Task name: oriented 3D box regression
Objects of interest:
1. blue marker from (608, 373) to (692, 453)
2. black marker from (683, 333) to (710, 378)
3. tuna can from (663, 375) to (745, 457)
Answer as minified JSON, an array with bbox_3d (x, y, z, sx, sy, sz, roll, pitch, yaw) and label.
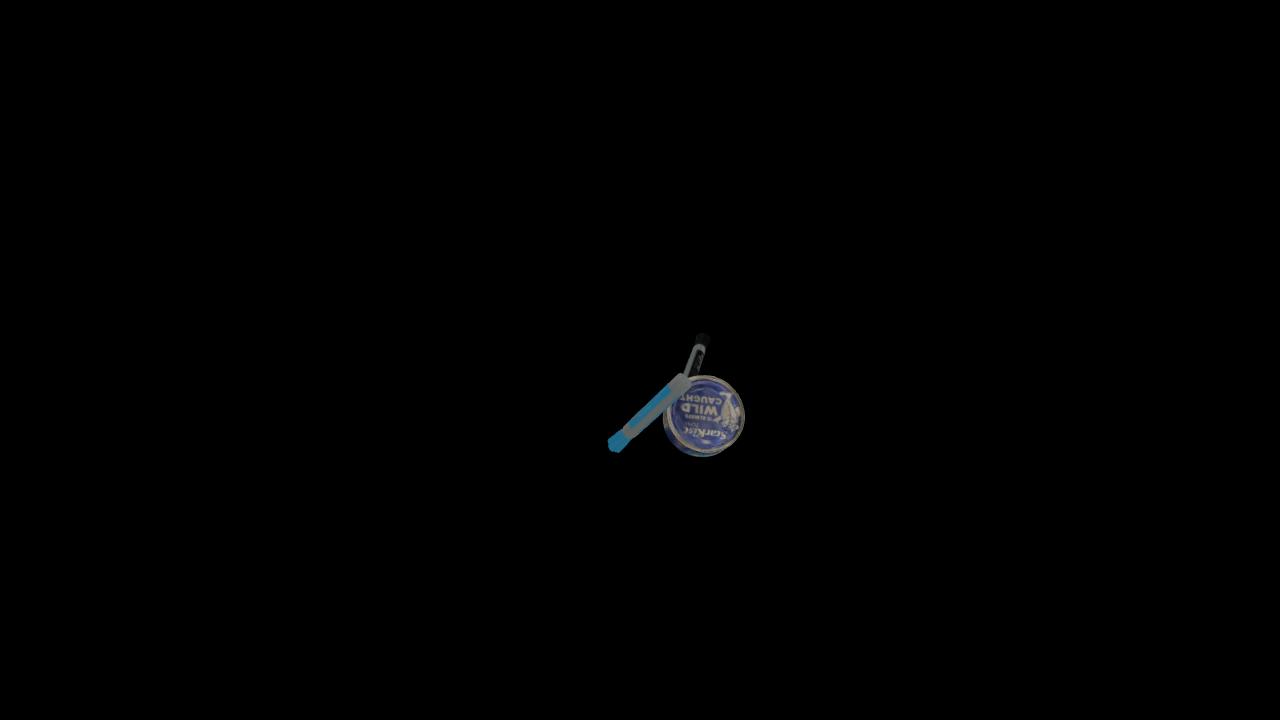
[{"bbox_3d":[0.007,0.058,0.639,0.121,0.020,0.020,-45,-24,27],"label":"blue marker"},{"bbox_3d":[0.068,0.004,0.770,0.020,0.020,0.121,0,37,21],"label":"black marker"},{"bbox_3d":[0.067,0.061,0.656,0.084,0.084,0.034,0,-20,-8],"label":"tuna can"}]
